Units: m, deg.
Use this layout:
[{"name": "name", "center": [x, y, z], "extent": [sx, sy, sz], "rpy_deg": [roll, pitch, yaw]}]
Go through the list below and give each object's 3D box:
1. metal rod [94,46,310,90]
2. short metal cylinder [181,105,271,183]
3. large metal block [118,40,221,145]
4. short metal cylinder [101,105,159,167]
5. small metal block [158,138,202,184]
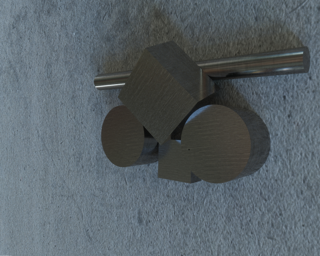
[{"name": "metal rod", "center": [0.023, -0.068, 0.387], "extent": [0.300, 0.025, 0.025], "rpy_deg": [2, 91, 40]}, {"name": "short metal cylinder", "center": [0.070, 0.016, 0.332], "extent": [0.080, 0.050, 0.079], "rpy_deg": [0, 90, 40]}, {"name": "large metal block", "center": [0.008, -0.041, 0.361], "extent": [0.080, 0.050, 0.080], "rpy_deg": [48, 133, 11]}, {"name": "short metal cylinder", "center": [-0.033, 0.010, 0.417], "extent": [0.080, 0.050, 0.079], "rpy_deg": [0, 90, 40]}, {"name": "small metal block", "center": [0.025, 0.039, 0.387], "extent": [0.050, 0.025, 0.050], "rpy_deg": [3, 92, 40]}]
